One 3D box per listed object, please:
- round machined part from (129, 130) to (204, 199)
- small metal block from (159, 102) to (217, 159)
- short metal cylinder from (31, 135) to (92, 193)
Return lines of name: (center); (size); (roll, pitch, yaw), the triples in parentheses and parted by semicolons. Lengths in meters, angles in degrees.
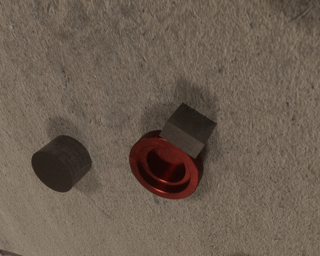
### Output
round machined part: (0.012, 0.044, 0.416); (0.098, 0.042, 0.097); (13, 124, 20)
small metal block: (0.035, 0.002, 0.373); (0.050, 0.050, 0.025); (33, 128, 6)
short metal cylinder: (-0.161, 0.059, 0.509); (0.080, 0.050, 0.079); (13, 124, 20)
